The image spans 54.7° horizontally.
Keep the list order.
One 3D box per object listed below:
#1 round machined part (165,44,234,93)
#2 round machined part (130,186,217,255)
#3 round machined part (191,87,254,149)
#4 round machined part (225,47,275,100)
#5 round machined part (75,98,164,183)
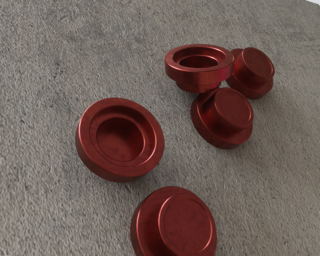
[{"bbox_3d":[0.057,-0.086,0.456,0.099,0.042,0.098,-2,36,2],"label":"round machined part"},{"bbox_3d":[0.021,0.110,0.337,0.099,0.042,0.098,14,56,-21],"label":"round machined part"},{"bbox_3d":[0.098,-0.021,0.458,0.099,0.042,0.098,14,56,-21],"label":"round machined part"},{"bbox_3d":[0.159,-0.101,0.540,0.099,0.042,0.098,14,56,-21],"label":"round machined part"},{"bbox_3d":[-0.048,0.017,0.357,0.099,0.042,0.098,14,56,-21],"label":"round machined part"}]
